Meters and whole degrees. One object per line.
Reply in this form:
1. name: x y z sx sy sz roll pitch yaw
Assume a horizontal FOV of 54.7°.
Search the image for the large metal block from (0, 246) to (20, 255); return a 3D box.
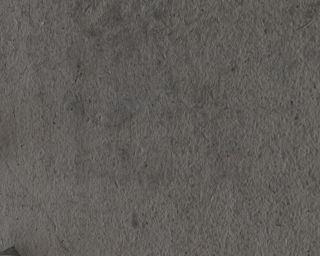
1. large metal block: -0.248 0.250 0.483 0.080 0.050 0.080 46 104 14
